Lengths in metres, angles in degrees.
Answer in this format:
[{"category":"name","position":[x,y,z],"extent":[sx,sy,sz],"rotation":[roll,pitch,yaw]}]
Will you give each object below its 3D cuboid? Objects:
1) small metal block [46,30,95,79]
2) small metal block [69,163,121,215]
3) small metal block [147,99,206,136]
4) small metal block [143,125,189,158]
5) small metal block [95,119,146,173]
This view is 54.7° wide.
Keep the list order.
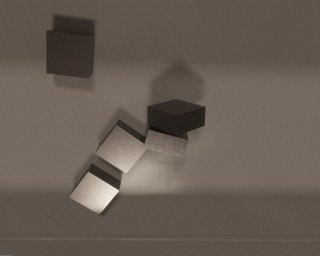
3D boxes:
[{"category":"small metal block","position":[-0.108,-0.090,0.377],"extent":[0.050,0.025,0.050],"rotation":[7,110,-3]},{"category":"small metal block","position":[-0.092,0.087,0.442],"extent":[0.050,0.025,0.050],"rotation":[35,106,-13]},{"category":"small metal block","position":[0.020,-0.015,0.382],"extent":[0.050,0.050,0.025],"rotation":[-18,117,-40]},{"category":"small metal block","position":[0.007,0.011,0.402],"extent":[0.050,0.050,0.025],"rotation":[15,110,-6]},{"category":"small metal block","position":[-0.051,0.025,0.420],"extent":[0.050,0.025,0.050],"rotation":[36,106,-13]}]
